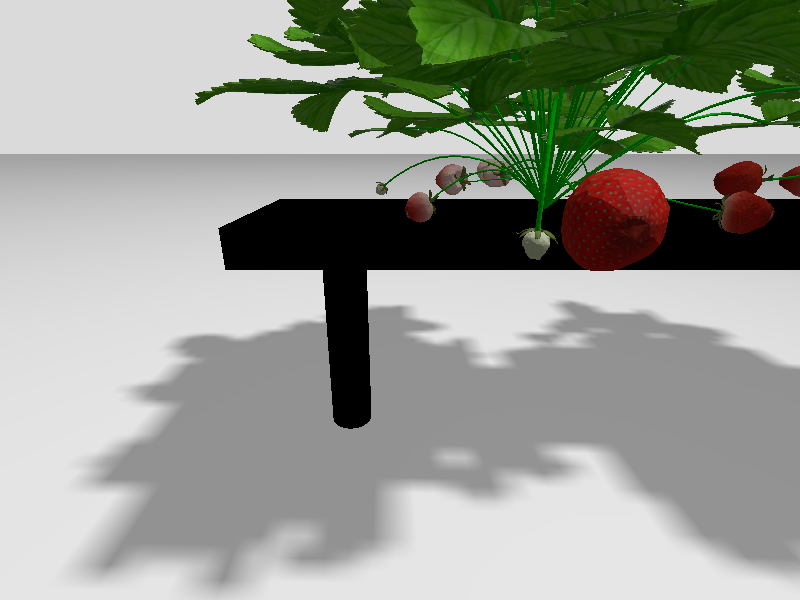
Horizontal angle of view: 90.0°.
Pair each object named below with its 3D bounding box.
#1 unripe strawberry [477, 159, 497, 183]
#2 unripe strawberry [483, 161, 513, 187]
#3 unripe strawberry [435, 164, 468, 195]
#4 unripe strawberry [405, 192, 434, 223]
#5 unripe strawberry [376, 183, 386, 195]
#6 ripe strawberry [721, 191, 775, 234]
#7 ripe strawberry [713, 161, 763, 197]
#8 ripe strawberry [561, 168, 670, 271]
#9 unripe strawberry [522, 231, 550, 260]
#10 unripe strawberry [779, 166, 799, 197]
[{"bbox_3d":[0.120,-0.171,0.533,0.036,0.033,0.033,-1,21,-1],"label":"unripe strawberry"},{"bbox_3d":[0.120,-0.156,0.497,0.036,0.031,0.036,-1,21,-1],"label":"unripe strawberry"},{"bbox_3d":[0.054,-0.128,0.427,0.035,0.031,0.032,-16,26,-34],"label":"unripe strawberry"},{"bbox_3d":[0.013,-0.064,0.278,0.019,0.020,0.018,-32,33,-19],"label":"unripe strawberry"},{"bbox_3d":[-0.020,-0.118,0.426,0.012,0.013,0.011,-31,0,38],"label":"unripe strawberry"},{"bbox_3d":[0.210,-0.052,0.242,0.022,0.025,0.024,-17,27,-36],"label":"ripe strawberry"},{"bbox_3d":[0.343,-0.122,0.409,0.038,0.037,0.035,6,22,17],"label":"ripe strawberry"},{"bbox_3d":[0.094,-0.033,0.173,0.043,0.045,0.046,4,22,9],"label":"ripe strawberry"},{"bbox_3d":[0.057,-0.023,0.167,0.011,0.012,0.013,8,23,19],"label":"unripe strawberry"},{"bbox_3d":[0.423,-0.127,0.420,0.038,0.037,0.035,11,24,28],"label":"unripe strawberry"}]
